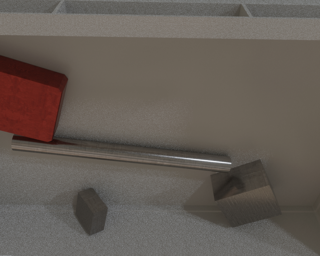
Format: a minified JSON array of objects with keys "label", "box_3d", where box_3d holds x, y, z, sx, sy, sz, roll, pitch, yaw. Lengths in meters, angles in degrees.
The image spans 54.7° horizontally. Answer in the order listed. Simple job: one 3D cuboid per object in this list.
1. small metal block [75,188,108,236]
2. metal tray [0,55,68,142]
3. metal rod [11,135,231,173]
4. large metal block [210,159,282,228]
[{"label":"small metal block","box_3d":[-0.111,0.134,0.497,0.025,0.050,0.050,-13,129,-39]},{"label":"metal tray","box_3d":[-0.186,-0.038,0.370,0.131,0.030,0.089,16,128,-14]},{"label":"metal rod","box_3d":[-0.048,0.036,0.439,0.302,0.025,0.025,7,130,-7]},{"label":"large metal block","box_3d":[0.134,0.104,0.483,0.080,0.050,0.080,-21,127,17]}]
